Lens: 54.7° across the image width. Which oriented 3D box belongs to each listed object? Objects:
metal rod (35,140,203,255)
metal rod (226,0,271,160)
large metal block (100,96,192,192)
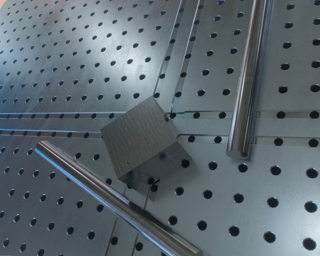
[{"bbox_3d":[-0.074,0.082,0.396,0.300,0.025,0.025,25,75,36],"label":"metal rod"},{"bbox_3d":[0.123,-0.101,0.405,0.025,0.025,0.300,2,62,29],"label":"metal rod"},{"bbox_3d":[-0.019,0.020,0.390,0.080,0.050,0.080,-33,52,6],"label":"large metal block"}]
